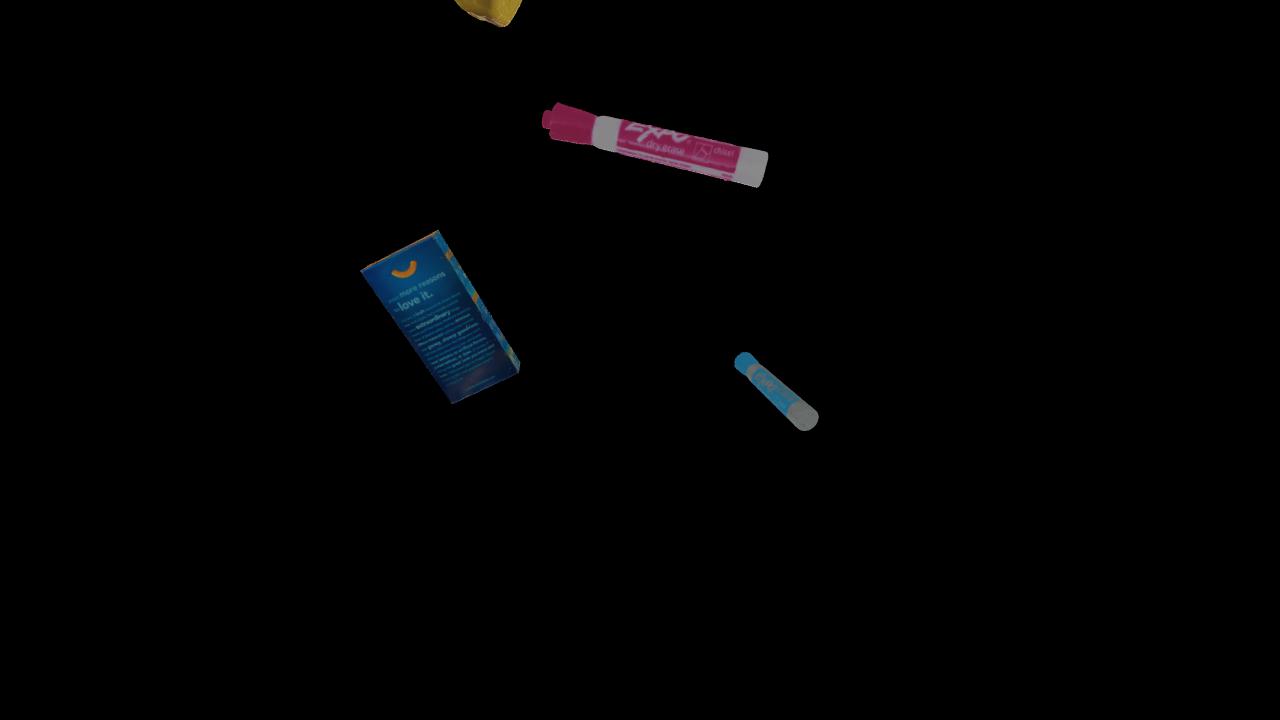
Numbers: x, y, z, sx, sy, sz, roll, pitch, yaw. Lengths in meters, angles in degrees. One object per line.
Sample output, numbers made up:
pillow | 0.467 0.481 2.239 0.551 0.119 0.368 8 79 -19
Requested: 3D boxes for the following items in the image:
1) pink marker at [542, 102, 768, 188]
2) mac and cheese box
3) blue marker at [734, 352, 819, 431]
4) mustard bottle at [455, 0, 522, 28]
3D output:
pink marker | 0.007 -0.115 0.328 0.121 0.020 0.020 13 0 1
mac and cheese box | -0.224 -0.046 0.710 0.093 0.184 0.041 -24 24 5
blue marker | 0.108 0.022 0.505 0.020 0.020 0.121 0 22 -16
mustard bottle | -0.183 -0.363 0.523 0.184 0.092 0.054 25 20 6
